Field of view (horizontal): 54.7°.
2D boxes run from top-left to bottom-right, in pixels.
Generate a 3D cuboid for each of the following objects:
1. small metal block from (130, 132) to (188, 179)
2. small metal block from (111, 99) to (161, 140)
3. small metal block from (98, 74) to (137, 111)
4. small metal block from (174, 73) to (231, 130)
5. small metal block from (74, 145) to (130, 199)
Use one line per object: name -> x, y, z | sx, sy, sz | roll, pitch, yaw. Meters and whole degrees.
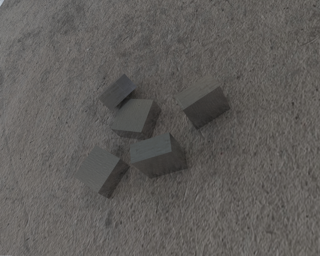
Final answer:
small metal block -> -0.001, 0.034, 0.367 | 0.050, 0.050, 0.025 | -18, 55, 18
small metal block -> -0.033, -0.012, 0.429 | 0.050, 0.025, 0.050 | 6, 65, 30
small metal block -> -0.064, -0.053, 0.454 | 0.050, 0.025, 0.050 | -44, 15, -2
small metal block -> 0.053, -0.031, 0.379 | 0.050, 0.050, 0.025 | -34, 52, 6
small metal block -> -0.077, 0.057, 0.409 | 0.050, 0.025, 0.050 | 23, 74, 36
